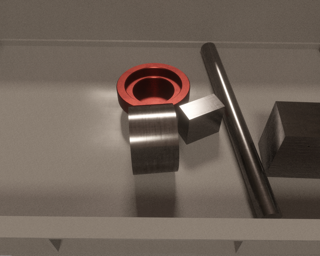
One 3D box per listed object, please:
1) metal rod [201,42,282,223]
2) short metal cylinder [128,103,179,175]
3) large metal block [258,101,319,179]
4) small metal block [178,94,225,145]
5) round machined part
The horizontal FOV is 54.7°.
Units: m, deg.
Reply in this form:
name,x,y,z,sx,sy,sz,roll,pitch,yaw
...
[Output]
name,x,y,z,sx,sy,sz,roll,pitch,yaw
metal rod,0.098,-0.019,0.421,0.025,0.025,0.300,-5,50,-5
short metal cylinder,-0.008,0.012,0.359,0.050,0.080,0.080,-4,50,-4
large metal block,0.168,0.016,0.358,0.081,0.080,0.050,2,50,1
small metal block,0.052,-0.011,0.399,0.050,0.050,0.025,-21,53,-17
round machined part,-0.009,-0.044,0.429,0.099,0.042,0.098,0,47,0
